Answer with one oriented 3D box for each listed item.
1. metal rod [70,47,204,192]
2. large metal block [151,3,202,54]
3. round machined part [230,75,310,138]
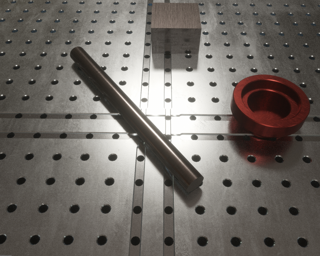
[{"bbox_3d":[-0.048,-0.029,0.431,0.025,0.025,0.300,-29,56,-22],"label":"metal rod"},{"bbox_3d":[0.026,-0.174,0.538,0.081,0.050,0.080,1,50,0],"label":"large metal block"},{"bbox_3d":[0.145,-0.025,0.419,0.099,0.042,0.098,0,50,0],"label":"round machined part"}]
